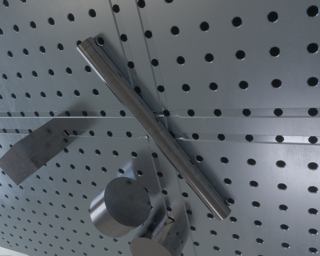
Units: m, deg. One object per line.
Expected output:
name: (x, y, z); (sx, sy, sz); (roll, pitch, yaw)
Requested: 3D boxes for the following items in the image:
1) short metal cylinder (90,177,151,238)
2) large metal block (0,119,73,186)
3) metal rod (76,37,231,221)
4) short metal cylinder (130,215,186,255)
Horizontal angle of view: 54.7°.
short metal cylinder: (-0.062, 0.124, 0.485); (0.080, 0.080, 0.050); (43, 129, -2)
large metal block: (-0.204, 0.039, 0.508); (0.080, 0.080, 0.050); (-32, 100, 38)
metal rod: (-0.003, 0.007, 0.416); (0.025, 0.025, 0.300); (-32, 101, 38)
short metal cylinder: (-0.003, 0.193, 0.516); (0.080, 0.050, 0.079); (13, 124, 21)
